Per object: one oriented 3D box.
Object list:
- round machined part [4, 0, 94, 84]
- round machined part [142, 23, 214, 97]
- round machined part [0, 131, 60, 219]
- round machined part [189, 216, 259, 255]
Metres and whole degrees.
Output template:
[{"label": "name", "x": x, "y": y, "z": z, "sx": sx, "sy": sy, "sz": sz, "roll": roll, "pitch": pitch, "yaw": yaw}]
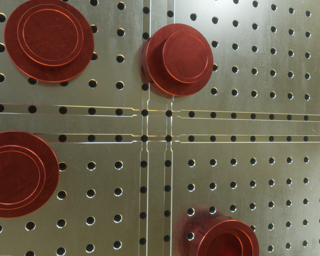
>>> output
[{"label": "round machined part", "x": -0.126, "y": -0.102, "z": 0.357, "sx": 0.099, "sy": 0.042, "sz": 0.097, "roll": 0, "pitch": 90, "yaw": -20}, {"label": "round machined part", "x": 0.029, "y": -0.091, "z": 0.414, "sx": 0.099, "sy": 0.042, "sz": 0.097, "roll": 0, "pitch": 90, "yaw": -20}, {"label": "round machined part", "x": -0.163, "y": 0.052, "z": 0.344, "sx": 0.099, "sy": 0.042, "sz": 0.097, "roll": 0, "pitch": 90, "yaw": -20}, {"label": "round machined part", "x": 0.086, "y": 0.172, "z": 0.435, "sx": 0.099, "sy": 0.042, "sz": 0.097, "roll": 0, "pitch": 90, "yaw": -20}]
